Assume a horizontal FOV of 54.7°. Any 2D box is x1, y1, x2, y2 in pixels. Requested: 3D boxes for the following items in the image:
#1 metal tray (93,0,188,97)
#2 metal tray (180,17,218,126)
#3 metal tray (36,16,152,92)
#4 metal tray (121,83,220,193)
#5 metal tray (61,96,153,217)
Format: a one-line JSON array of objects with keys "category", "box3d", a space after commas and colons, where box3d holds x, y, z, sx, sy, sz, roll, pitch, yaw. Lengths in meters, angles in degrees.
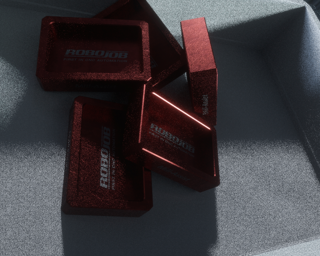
[{"category": "metal tray", "box3d": [-0.031, -0.112, 0.424, 0.090, 0.030, 0.130, -34, 79, -2]}, {"category": "metal tray", "box3d": [0.053, -0.068, 0.413, 0.030, 0.130, 0.090, -9, 61, 5]}, {"category": "metal tray", "box3d": [-0.079, -0.091, 0.384, 0.131, 0.030, 0.090, 0, 68, -9]}, {"category": "metal tray", "box3d": [0.018, 0.015, 0.376, 0.131, 0.030, 0.090, 30, 47, -33]}, {"category": "metal tray", "box3d": [-0.058, 0.031, 0.352, 0.091, 0.030, 0.130, 10, 58, -24]}]
